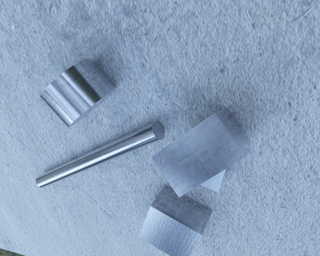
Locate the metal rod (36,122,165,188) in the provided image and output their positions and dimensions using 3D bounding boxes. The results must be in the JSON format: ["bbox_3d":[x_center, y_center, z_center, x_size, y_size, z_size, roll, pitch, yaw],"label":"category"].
[{"bbox_3d":[-0.112,0.052,0.498,0.299,0.025,0.025,-24,106,36],"label":"metal rod"}]

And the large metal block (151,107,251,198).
[{"bbox_3d":[0.049,0.023,0.340,0.080,0.080,0.050,-36,85,20],"label":"large metal block"}]

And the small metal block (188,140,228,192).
[{"bbox_3d":[0.061,0.049,0.405,0.050,0.025,0.050,21,126,15],"label":"small metal block"}]

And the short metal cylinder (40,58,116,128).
[{"bbox_3d":[-0.104,-0.044,0.399,0.080,0.080,0.050,-34,99,38],"label":"short metal cylinder"}]

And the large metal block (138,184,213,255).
[{"bbox_3d":[0.022,0.145,0.469,0.080,0.050,0.079,27,128,11],"label":"large metal block"}]
